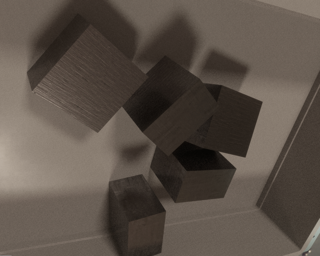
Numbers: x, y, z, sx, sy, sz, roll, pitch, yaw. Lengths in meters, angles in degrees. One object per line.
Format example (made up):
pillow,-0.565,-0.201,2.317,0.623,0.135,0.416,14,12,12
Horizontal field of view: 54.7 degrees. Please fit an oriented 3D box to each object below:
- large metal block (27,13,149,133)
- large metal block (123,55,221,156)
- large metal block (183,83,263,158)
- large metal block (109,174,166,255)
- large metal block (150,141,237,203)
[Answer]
large metal block,-0.074,-0.055,0.319,0.080,0.050,0.080,-47,130,5
large metal block,0.008,-0.028,0.362,0.080,0.080,0.050,-43,130,1
large metal block,0.083,-0.011,0.419,0.081,0.050,0.080,14,93,-35
large metal block,-0.035,0.125,0.433,0.050,0.080,0.079,-10,123,-24
large metal block,0.044,0.056,0.433,0.081,0.080,0.050,2,118,-30
